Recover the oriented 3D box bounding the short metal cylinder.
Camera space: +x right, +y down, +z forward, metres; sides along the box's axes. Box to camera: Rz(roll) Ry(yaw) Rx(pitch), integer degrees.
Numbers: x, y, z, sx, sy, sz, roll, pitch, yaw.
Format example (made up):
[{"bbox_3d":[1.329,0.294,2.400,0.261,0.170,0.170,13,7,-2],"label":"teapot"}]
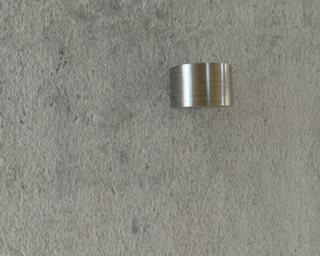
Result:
[{"bbox_3d":[0.052,-0.051,0.399,0.081,0.080,0.050,-2,91,-20],"label":"short metal cylinder"}]
